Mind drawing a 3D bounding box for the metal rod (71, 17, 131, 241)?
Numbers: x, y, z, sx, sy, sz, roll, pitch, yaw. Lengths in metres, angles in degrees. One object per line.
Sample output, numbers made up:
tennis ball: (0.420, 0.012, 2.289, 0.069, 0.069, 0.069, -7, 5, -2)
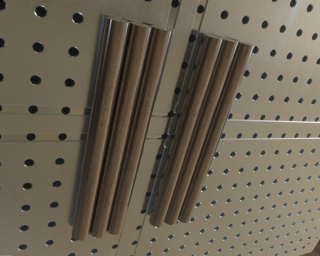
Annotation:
metal rod: (-0.078, 0.020, 0.380, 0.025, 0.025, 0.298, 1, 118, -29)

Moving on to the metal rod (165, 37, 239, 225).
metal rod: (0.052, 0.020, 0.450, 0.025, 0.025, 0.298, 1, 118, -29)

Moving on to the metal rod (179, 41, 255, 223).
metal rod: (0.075, 0.021, 0.463, 0.025, 0.025, 0.298, 1, 118, -29)

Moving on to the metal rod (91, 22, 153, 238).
metal rod: (-0.055, 0.021, 0.392, 0.025, 0.025, 0.298, 1, 118, -29)

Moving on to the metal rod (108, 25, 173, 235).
metal rod: (-0.033, 0.021, 0.404, 0.025, 0.025, 0.298, 1, 118, -29)

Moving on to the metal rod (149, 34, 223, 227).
metal rod: (0.030, 0.020, 0.438, 0.025, 0.025, 0.298, 1, 118, -29)
